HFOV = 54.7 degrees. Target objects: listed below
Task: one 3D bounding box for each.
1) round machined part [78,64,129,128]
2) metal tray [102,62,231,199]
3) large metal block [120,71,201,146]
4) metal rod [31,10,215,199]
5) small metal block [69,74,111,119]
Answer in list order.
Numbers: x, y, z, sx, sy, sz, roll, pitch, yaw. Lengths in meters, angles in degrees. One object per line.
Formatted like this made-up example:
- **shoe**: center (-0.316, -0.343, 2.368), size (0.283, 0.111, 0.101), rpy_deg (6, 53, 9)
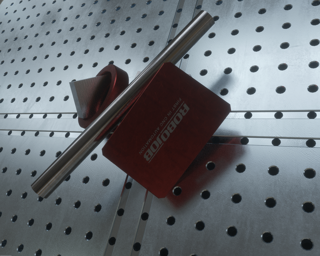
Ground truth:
- **round machined part**: center (-0.072, -0.037, 0.439), size (0.098, 0.042, 0.098), rpy_deg (-34, 42, 38)
- **metal tray**: center (0.007, 0.003, 0.355), size (0.090, 0.030, 0.130), rpy_deg (37, 96, 7)
- **large metal block**: center (0.000, -0.025, 0.406), size (0.080, 0.050, 0.080), rpy_deg (9, 66, 32)
- **metal rod**: center (-0.042, -0.033, 0.384), size (0.300, 0.025, 0.025), rpy_deg (-47, 52, -5)
- **small metal block**: center (-0.092, -0.045, 0.430), size (0.050, 0.050, 0.025), rpy_deg (-18, 14, -27)
